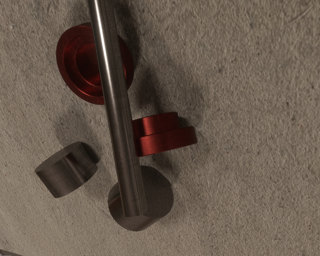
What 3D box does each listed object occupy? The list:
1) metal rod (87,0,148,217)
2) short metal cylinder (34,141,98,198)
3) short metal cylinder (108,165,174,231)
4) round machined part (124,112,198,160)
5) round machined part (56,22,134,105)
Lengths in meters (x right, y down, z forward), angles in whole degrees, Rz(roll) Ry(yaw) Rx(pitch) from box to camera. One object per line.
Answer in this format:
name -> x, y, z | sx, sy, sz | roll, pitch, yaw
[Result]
metal rod -> -0.050, -0.059, 0.320 | 0.025, 0.025, 0.298 | -10, 90, 32
short metal cylinder -> -0.146, 0.064, 0.485 | 0.080, 0.080, 0.050 | -20, 108, 35
short metal cylinder -> -0.028, 0.101, 0.447 | 0.080, 0.080, 0.050 | 43, 129, -2
round machined part -> -0.007, 0.009, 0.374 | 0.098, 0.099, 0.042 | -15, 86, 34
round machined part -> -0.075, -0.081, 0.383 | 0.098, 0.042, 0.097 | 13, 124, 20
